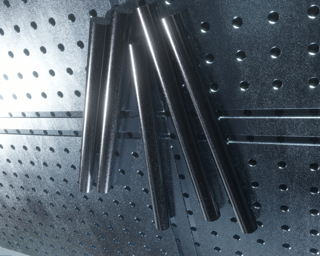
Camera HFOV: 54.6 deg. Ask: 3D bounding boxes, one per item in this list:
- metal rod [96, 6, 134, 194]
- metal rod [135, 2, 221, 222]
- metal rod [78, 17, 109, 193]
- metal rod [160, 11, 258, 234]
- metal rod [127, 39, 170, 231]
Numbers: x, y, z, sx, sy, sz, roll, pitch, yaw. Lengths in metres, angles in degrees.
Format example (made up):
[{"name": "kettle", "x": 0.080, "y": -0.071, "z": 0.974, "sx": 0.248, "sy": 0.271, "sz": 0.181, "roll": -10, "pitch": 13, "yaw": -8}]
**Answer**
[{"name": "metal rod", "x": -0.069, "y": -0.016, "z": 0.439, "sx": 0.025, "sy": 0.025, "sz": 0.298, "roll": 23, "pitch": 127, "yaw": 14}, {"name": "metal rod", "x": 0.030, "y": -0.003, "z": 0.394, "sx": 0.025, "sy": 0.025, "sz": 0.299, "roll": -5, "pitch": 116, "yaw": 31}, {"name": "metal rod", "x": -0.101, "y": -0.012, "z": 0.457, "sx": 0.025, "sy": 0.025, "sz": 0.298, "roll": 24, "pitch": 127, "yaw": 13}, {"name": "metal rod", "x": 0.068, "y": 0.009, "z": 0.381, "sx": 0.025, "sy": 0.025, "sz": 0.299, "roll": -10, "pitch": 113, "yaw": 33}, {"name": "metal rod", "x": -0.011, "y": 0.029, "z": 0.435, "sx": 0.025, "sy": 0.025, "sz": 0.298, "roll": 8, "pitch": 122, "yaw": 24}]
